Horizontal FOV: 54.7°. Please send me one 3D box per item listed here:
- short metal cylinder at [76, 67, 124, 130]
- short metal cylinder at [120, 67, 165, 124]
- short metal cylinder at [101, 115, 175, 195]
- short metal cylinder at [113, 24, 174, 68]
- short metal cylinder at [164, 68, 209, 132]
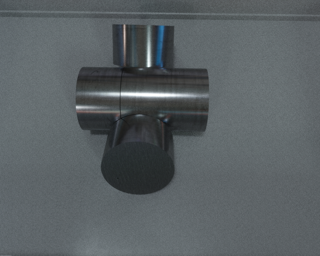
[{"bbox_3d":[-0.070,-0.037,0.392,0.050,0.080,0.080,1,70,1],"label":"short metal cylinder"},{"bbox_3d":[-0.019,-0.036,0.391,0.050,0.080,0.080,1,70,1],"label":"short metal cylinder"},{"bbox_3d":[-0.024,0.031,0.359,0.081,0.079,0.050,0,36,0],"label":"short metal cylinder"},{"bbox_3d":[-0.022,-0.110,0.411,0.080,0.080,0.050,2,108,0],"label":"short metal cylinder"},{"bbox_3d":[0.031,-0.035,0.392,0.050,0.080,0.080,1,70,1],"label":"short metal cylinder"}]
